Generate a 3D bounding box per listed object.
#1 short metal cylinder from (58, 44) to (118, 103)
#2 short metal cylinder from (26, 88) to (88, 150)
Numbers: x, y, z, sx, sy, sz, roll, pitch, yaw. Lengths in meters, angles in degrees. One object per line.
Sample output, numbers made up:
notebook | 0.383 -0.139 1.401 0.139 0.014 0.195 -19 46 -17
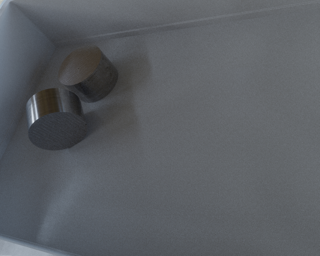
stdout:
short metal cylinder | -0.116 -0.088 0.502 0.080 0.050 0.080 -13 56 20
short metal cylinder | -0.152 -0.012 0.455 0.080 0.080 0.050 -31 52 8
